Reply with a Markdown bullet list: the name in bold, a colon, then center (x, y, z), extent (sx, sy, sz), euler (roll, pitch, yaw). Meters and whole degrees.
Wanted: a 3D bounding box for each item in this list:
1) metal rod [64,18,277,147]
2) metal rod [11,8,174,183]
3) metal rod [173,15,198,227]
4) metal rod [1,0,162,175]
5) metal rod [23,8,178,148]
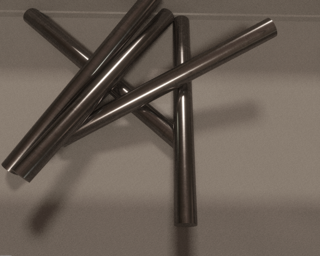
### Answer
- **metal rod**: center (0.004, -0.055, 0.391), extent (0.301, 0.025, 0.025), euler (-27, 72, 5)
- **metal rod**: center (-0.071, -0.058, 0.400), extent (0.025, 0.025, 0.301), euler (32, 65, 10)
- **metal rod**: center (0.030, -0.029, 0.399), extent (0.025, 0.025, 0.299), euler (1, 62, 0)
- **metal rod**: center (-0.098, -0.066, 0.408), extent (0.025, 0.025, 0.300), euler (36, 83, 12)
- **metal rod**: center (-0.084, -0.076, 0.436), extent (0.300, 0.025, 0.025), euler (40, 75, 13)
